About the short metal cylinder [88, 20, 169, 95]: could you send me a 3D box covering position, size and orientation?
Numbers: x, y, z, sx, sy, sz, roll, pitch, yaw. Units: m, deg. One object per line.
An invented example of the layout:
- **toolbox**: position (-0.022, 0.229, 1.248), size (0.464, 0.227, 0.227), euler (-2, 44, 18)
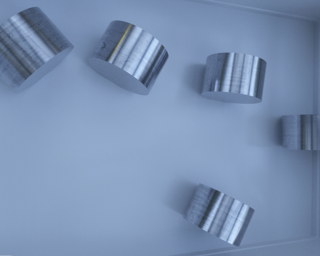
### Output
- **short metal cylinder**: position (-0.037, -0.081, 0.368), size (0.080, 0.080, 0.050), euler (31, 80, -18)

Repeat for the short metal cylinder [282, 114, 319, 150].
- **short metal cylinder**: position (0.227, 0.005, 0.467), size (0.081, 0.080, 0.050), euler (-1, 91, -20)

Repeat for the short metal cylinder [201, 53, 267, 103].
- **short metal cylinder**: position (0.099, -0.065, 0.419), size (0.081, 0.080, 0.050), euler (10, 87, -20)

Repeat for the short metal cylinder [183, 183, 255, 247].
- **short metal cylinder**: position (0.078, 0.114, 0.412), size (0.080, 0.080, 0.050), euler (30, 80, -18)

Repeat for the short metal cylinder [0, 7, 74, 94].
- **short metal cylinder**: position (-0.140, -0.081, 0.330), size (0.080, 0.080, 0.050), euler (-44, 104, -15)
